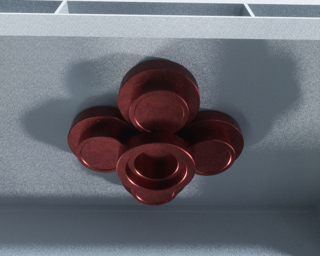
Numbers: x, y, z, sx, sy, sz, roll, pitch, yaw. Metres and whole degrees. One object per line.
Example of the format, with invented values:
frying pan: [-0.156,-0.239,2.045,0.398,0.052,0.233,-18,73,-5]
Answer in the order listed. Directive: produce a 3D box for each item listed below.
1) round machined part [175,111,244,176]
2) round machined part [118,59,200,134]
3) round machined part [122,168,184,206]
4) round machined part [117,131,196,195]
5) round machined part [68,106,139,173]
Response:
round machined part: [0.064,0.027,0.419,0.099,0.042,0.097,0,130,0]
round machined part: [-0.001,-0.028,0.370,0.099,0.042,0.097,0,130,0]
round machined part: [-0.008,0.078,0.461,0.099,0.042,0.097,-1,129,-1]
round machined part: [-0.005,0.040,0.402,0.099,0.042,0.097,0,130,0]
round machined part: [-0.073,0.022,0.413,0.099,0.042,0.097,0,130,0]
